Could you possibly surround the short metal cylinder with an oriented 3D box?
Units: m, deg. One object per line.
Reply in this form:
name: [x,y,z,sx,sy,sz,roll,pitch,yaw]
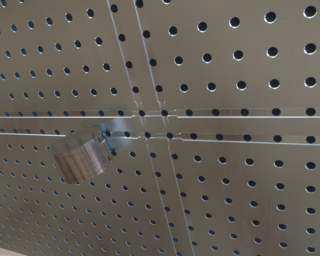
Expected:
short metal cylinder: [-0.116,0.038,0.458,0.080,0.080,0.050,-8,115,31]
